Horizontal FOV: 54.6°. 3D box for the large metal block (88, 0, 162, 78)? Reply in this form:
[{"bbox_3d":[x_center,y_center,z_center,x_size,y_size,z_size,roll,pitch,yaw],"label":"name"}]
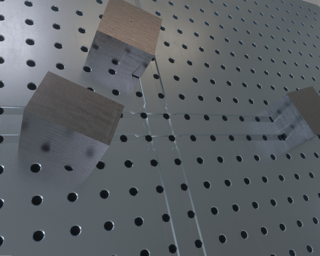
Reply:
[{"bbox_3d":[-0.049,-0.131,0.446,0.080,0.050,0.080,21,54,-16],"label":"large metal block"}]

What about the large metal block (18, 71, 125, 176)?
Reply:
[{"bbox_3d":[-0.093,-0.001,0.323,0.080,0.080,0.050,25,53,-13],"label":"large metal block"}]

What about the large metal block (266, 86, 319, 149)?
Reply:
[{"bbox_3d":[0.245,-0.020,0.535,0.081,0.050,0.080,-16,70,-34],"label":"large metal block"}]
